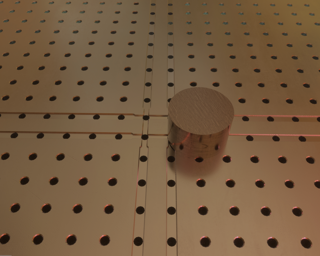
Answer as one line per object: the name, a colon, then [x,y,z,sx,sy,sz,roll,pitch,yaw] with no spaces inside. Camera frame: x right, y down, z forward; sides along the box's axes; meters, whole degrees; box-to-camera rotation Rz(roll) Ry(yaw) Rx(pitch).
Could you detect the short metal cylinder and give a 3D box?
short metal cylinder: [0.050,-0.007,0.398,0.080,0.050,0.080,0,50,0]
